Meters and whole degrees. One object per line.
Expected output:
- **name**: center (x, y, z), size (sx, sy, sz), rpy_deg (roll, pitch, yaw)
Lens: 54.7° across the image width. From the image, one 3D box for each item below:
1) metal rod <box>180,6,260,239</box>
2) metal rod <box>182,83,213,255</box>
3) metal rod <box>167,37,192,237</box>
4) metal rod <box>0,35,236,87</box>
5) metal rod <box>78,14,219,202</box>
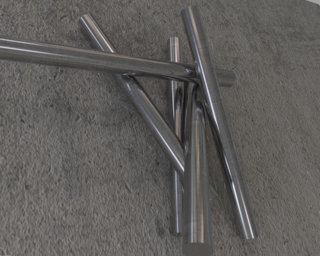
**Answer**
- **metal rod**: center (0.075, -0.011, 0.397), size (0.025, 0.025, 0.298), rpy_deg (-11, 84, -33)
- **metal rod**: center (0.042, 0.007, 0.368), size (0.025, 0.025, 0.300), rpy_deg (25, 36, -13)
- **metal rod**: center (0.024, -0.009, 0.422), size (0.025, 0.025, 0.299), rpy_deg (13, 56, -21)
- **metal rod**: center (-0.032, -0.077, 0.385), size (0.302, 0.025, 0.025), rpy_deg (2, 61, -27)
- **metal rod**: center (-0.025, -0.035, 0.392), size (0.025, 0.025, 0.299), rpy_deg (-20, 67, -36)
